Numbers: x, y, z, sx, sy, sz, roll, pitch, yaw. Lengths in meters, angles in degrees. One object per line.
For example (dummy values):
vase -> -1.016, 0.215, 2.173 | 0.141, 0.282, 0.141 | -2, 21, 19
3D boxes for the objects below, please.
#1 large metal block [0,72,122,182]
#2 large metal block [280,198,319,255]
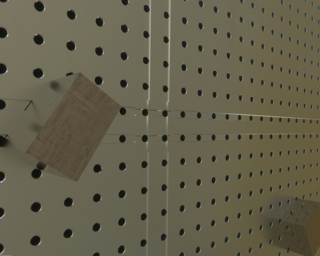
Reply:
large metal block -> -0.095, -0.001, 0.295 | 0.050, 0.080, 0.080 | 41, 65, -33
large metal block -> 0.306, 0.209, 0.654 | 0.081, 0.050, 0.080 | -32, 110, -36
